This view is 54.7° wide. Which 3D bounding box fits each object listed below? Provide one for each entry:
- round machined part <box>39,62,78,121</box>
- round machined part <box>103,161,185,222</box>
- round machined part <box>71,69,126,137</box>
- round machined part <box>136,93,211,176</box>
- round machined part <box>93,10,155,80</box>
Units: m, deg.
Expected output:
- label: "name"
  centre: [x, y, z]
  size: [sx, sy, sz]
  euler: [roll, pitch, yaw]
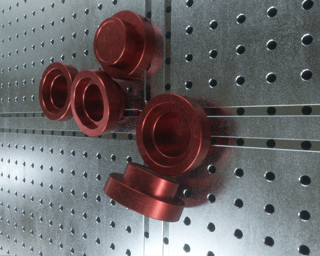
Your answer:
- label: "round machined part"
  centre: [-0.161, -0.061, 0.528]
  size: [0.098, 0.042, 0.097]
  euler: [0, 90, 39]
- label: "round machined part"
  centre: [-0.015, 0.072, 0.375]
  size: [0.098, 0.098, 0.042]
  euler: [20, 87, 38]
- label: "round machined part"
  centre: [-0.089, -0.038, 0.462]
  size: [0.098, 0.042, 0.097]
  euler: [11, 107, 43]
- label: "round machined part"
  centre: [0.020, 0.008, 0.380]
  size: [0.098, 0.042, 0.097]
  euler: [0, 90, 39]
- label: "round machined part"
  centre: [-0.058, -0.119, 0.444]
  size: [0.098, 0.042, 0.097]
  euler: [0, 90, 39]
